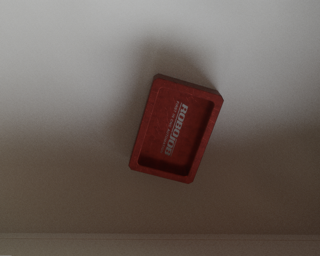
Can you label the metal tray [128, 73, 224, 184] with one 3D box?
[{"bbox_3d":[0.018,0.003,0.410,0.091,0.030,0.129,15,109,-6],"label":"metal tray"}]
